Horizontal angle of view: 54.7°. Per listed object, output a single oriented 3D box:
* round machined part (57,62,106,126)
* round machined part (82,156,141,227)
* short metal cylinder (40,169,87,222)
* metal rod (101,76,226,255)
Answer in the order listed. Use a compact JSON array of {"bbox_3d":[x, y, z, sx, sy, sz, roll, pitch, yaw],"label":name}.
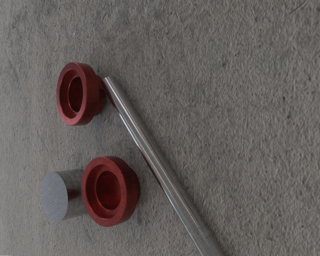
[{"bbox_3d":[-0.122,-0.052,0.490,0.098,0.042,0.097,2,92,46],"label":"round machined part"},{"bbox_3d":[-0.067,0.089,0.449,0.098,0.042,0.097,0,90,40],"label":"round machined part"},{"bbox_3d":[-0.155,0.110,0.517,0.080,0.050,0.080,0,90,40],"label":"short metal cylinder"},{"bbox_3d":[-0.004,0.045,0.408,0.025,0.025,0.299,-47,62,30],"label":"metal rod"}]
